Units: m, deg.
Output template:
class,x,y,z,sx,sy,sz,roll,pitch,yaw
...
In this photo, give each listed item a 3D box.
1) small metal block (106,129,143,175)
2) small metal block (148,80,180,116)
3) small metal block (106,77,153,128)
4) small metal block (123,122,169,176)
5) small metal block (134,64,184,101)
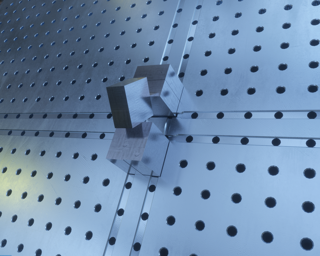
class,x,y,z,sx,sy,sz,roll,pitch,yaw
small metal block,-0.037,0.026,0.394,0.025,0.050,0.050,1,63,29
small metal block,-0.008,-0.039,0.419,0.050,0.050,0.025,2,63,29
small metal block,-0.035,-0.031,0.375,0.025,0.050,0.050,0,19,29
small metal block,-0.016,0.026,0.381,0.025,0.050,0.050,1,63,29
small metal block,-0.002,-0.062,0.429,0.050,0.050,0.025,2,63,29
